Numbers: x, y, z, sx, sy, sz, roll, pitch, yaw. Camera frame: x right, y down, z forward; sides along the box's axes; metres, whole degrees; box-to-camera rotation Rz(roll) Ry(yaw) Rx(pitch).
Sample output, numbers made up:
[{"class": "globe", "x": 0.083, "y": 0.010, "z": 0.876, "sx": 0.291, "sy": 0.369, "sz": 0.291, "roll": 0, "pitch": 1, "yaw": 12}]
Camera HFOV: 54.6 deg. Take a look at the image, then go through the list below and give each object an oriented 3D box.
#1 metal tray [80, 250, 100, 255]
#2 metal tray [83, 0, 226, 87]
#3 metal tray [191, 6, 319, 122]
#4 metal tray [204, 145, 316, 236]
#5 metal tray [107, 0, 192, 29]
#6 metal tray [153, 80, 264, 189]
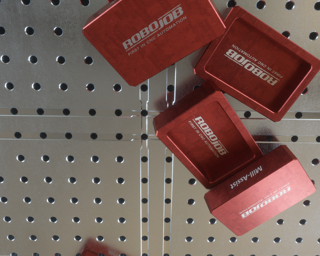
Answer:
[{"class": "metal tray", "x": -0.089, "y": 0.265, "z": 0.507, "sx": 0.130, "sy": 0.030, "sz": 0.090, "roll": 30, "pitch": 107, "yaw": -11}, {"class": "metal tray", "x": -0.007, "y": -0.112, "z": 0.341, "sx": 0.130, "sy": 0.030, "sz": 0.090, "roll": -27, "pitch": 125, "yaw": 24}, {"class": "metal tray", "x": 0.117, "y": -0.077, "z": 0.383, "sx": 0.130, "sy": 0.030, "sz": 0.090, "roll": 29, "pitch": 107, "yaw": -10}, {"class": "metal tray", "x": 0.138, "y": 0.090, "z": 0.429, "sx": 0.130, "sy": 0.030, "sz": 0.090, "roll": -36, "pitch": 126, "yaw": 12}, {"class": "metal tray", "x": 0.004, "y": -0.186, "z": 0.342, "sx": 0.090, "sy": 0.030, "sz": 0.129, "roll": 18, "pitch": 109, "yaw": -7}, {"class": "metal tray", "x": 0.064, "y": 0.014, "z": 0.397, "sx": 0.090, "sy": 0.030, "sz": 0.130, "roll": -35, "pitch": 123, "yaw": 12}]
